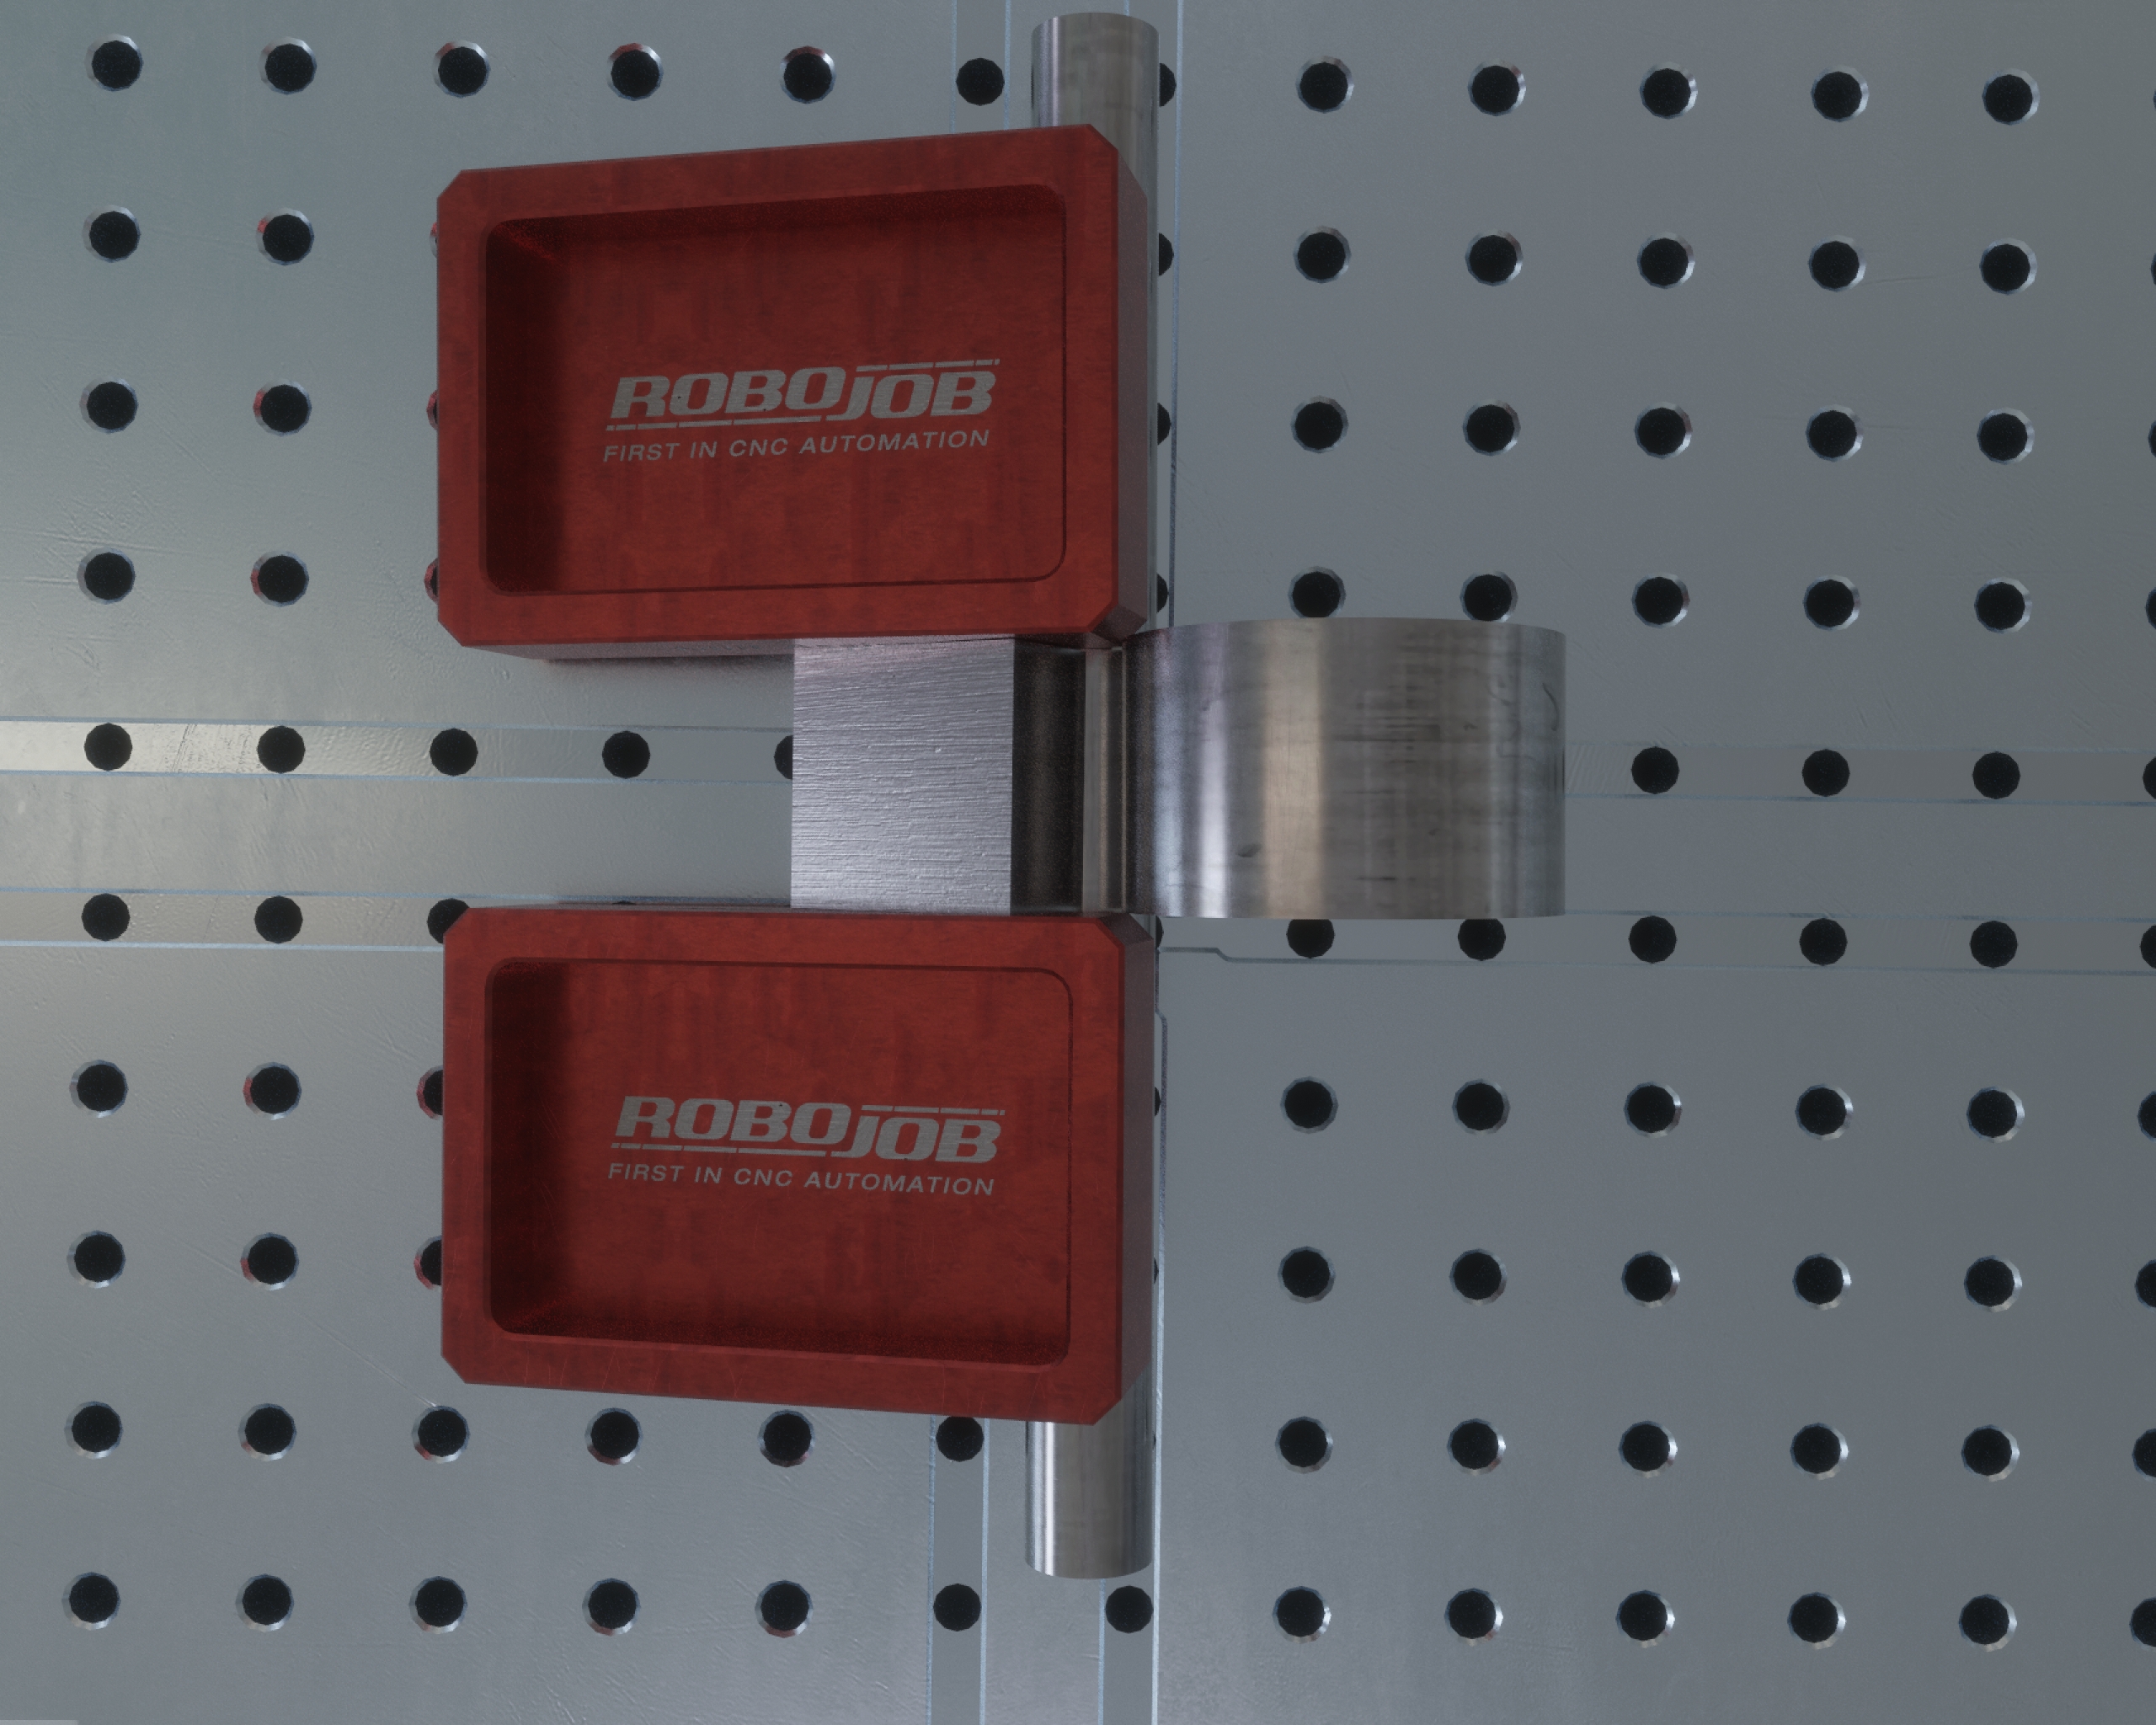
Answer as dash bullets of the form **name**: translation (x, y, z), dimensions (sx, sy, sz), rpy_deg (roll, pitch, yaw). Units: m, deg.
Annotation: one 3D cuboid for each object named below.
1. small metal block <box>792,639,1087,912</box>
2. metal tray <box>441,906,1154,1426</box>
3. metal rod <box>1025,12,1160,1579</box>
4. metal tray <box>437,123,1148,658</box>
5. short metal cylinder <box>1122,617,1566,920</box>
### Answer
- **small metal block**: translation (-0.027, -0.016, 0.399), dimensions (0.050, 0.025, 0.050), rpy_deg (1, 90, 31)
- **metal tray**: translation (-0.053, 0.054, 0.393), dimensions (0.131, 0.030, 0.089), rpy_deg (1, 90, 12)
- **metal rod**: translation (0.003, -0.013, 0.409), dimensions (0.025, 0.025, 0.298), rpy_deg (0, 90, 0)
- **metal tray**: translation (-0.054, -0.085, 0.393), dimensions (0.131, 0.030, 0.089), rpy_deg (0, 90, 12)
- **short metal cylinder**: translation (0.048, -0.016, 0.383), dimensions (0.081, 0.080, 0.050), rpy_deg (0, 90, 0)
